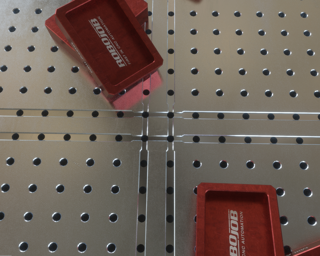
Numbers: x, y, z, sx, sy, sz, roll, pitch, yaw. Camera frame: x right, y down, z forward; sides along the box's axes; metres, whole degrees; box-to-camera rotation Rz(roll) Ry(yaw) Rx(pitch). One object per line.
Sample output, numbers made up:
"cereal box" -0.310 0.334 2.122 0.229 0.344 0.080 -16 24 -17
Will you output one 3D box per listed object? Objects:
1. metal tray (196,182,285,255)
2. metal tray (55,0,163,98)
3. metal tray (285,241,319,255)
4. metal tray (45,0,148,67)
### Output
"metal tray" 0.085 0.127 0.340 0.090 0.030 0.130 1 55 7
"metal tray" -0.068 -0.118 0.423 0.090 0.030 0.130 -35 96 -16
"metal tray" 0.164 0.185 0.342 0.131 0.030 0.090 -18 71 -7
"metal tray" -0.092 -0.163 0.468 0.090 0.030 0.130 42 75 13
